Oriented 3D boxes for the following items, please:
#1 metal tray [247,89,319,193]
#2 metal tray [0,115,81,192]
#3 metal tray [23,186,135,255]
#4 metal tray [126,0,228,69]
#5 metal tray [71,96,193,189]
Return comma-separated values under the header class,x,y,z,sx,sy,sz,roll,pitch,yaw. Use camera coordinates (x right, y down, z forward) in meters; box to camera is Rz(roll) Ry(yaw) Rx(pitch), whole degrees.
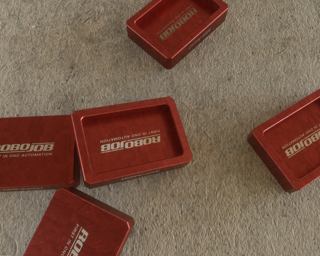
class,x,y,z,sx,sy,sz,roll,pitch,yaw
metal tray,0.193,0.012,0.402,0.131,0.030,0.090,-30,73,-11
metal tray,-0.169,0.032,0.392,0.131,0.030,0.090,-3,70,-1
metal tray,-0.096,0.141,0.337,0.090,0.030,0.130,25,85,8
metal tray,0.026,-0.160,0.463,0.090,0.030,0.130,43,75,14
metal tray,-0.035,0.015,0.382,0.131,0.030,0.090,-10,71,-18
